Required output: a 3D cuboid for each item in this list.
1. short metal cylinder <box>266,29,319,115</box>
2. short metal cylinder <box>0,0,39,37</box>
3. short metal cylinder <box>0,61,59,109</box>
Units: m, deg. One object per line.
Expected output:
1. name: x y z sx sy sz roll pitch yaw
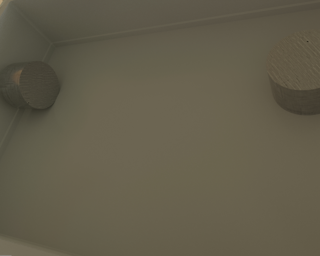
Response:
1. short metal cylinder: 0.163 -0.061 0.341 0.080 0.050 0.080 -13 56 20
2. short metal cylinder: -0.332 -0.261 0.723 0.080 0.050 0.080 -13 56 20
3. short metal cylinder: -0.221 -0.072 0.528 0.050 0.080 0.080 2 63 29
